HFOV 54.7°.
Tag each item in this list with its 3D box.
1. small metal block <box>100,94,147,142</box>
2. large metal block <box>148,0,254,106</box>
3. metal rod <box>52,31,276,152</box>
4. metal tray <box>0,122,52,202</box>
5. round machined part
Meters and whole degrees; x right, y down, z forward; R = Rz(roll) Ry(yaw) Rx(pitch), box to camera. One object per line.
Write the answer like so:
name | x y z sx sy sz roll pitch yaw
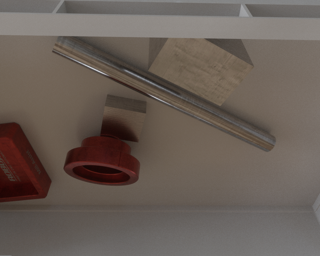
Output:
small metal block | -0.047 -0.012 0.399 0.050 0.025 0.050 10 129 -9
large metal block | 0.036 -0.079 0.307 0.080 0.080 0.050 23 126 -19
metal rod | 0.021 -0.035 0.379 0.302 0.025 0.025 23 126 -19
metal tray | -0.226 0.055 0.448 0.090 0.030 0.129 -7 130 5
round machined part | -0.075 0.044 0.419 0.099 0.042 0.098 4 153 2
